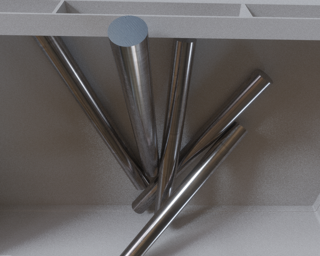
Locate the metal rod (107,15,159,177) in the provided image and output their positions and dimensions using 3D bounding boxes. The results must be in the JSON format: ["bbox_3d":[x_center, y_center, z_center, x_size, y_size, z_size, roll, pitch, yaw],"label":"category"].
[{"bbox_3d":[-0.016,0.001,0.328,0.025,0.025,0.299,-2,156,1],"label":"metal rod"}]

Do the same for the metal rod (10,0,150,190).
[{"bbox_3d":[-0.081,-0.019,0.391,0.025,0.025,0.299,-16,129,13],"label":"metal rod"}]

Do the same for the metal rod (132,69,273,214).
[{"bbox_3d":[0.043,0.037,0.440,0.025,0.025,0.298,25,126,-20],"label":"metal rod"}]

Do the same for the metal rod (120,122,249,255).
[{"bbox_3d":[0.013,0.113,0.425,0.025,0.025,0.299,37,96,-27],"label":"metal rod"}]

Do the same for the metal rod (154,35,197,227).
[{"bbox_3d":[0.014,0.029,0.411,0.025,0.025,0.298,3,123,-4],"label":"metal rod"}]
